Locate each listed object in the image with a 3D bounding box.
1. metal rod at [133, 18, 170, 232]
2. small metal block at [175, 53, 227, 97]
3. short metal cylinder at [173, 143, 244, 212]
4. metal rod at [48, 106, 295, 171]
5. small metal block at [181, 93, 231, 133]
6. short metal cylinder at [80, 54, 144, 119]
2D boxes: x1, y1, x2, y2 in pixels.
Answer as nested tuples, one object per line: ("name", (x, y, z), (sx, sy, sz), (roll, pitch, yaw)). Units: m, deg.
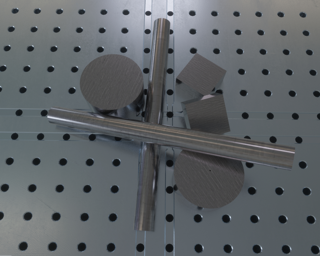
("metal rod", (-0.008, -0.018, 0.418), (0.025, 0.025, 0.299), (4, 70, 1))
("small metal block", (0.057, -0.070, 0.437), (0.050, 0.025, 0.050), (34, 73, 11))
("short metal cylinder", (0.056, 0.059, 0.377), (0.081, 0.050, 0.080), (0, 70, 0))
("metal rod", (-0.004, 0.007, 0.367), (0.301, 0.025, 0.025), (10, 70, 20))
("small metal block", (0.059, -0.015, 0.405), (0.050, 0.025, 0.050), (-16, 103, -6))
("short metal cylinder", (-0.061, -0.051, 0.417), (0.081, 0.050, 0.080), (0, 70, 0))
